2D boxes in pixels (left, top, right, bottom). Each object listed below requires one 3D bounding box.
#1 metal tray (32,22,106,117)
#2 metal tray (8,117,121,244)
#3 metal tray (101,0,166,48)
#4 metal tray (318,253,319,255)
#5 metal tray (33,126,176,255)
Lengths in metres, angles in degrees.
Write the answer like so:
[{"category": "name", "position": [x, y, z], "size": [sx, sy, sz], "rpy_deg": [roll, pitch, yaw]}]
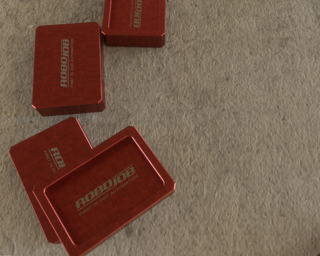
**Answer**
[{"category": "metal tray", "position": [-0.126, -0.084, 0.435], "size": [0.091, 0.030, 0.129], "rpy_deg": [-5, 70, -2]}, {"category": "metal tray", "position": [-0.115, 0.062, 0.382], "size": [0.090, 0.030, 0.130], "rpy_deg": [-29, 73, -10]}, {"category": "metal tray", "position": [-0.036, -0.187, 0.473], "size": [0.091, 0.030, 0.130], "rpy_deg": [1, 70, 0]}, {"category": "metal tray", "position": [0.209, 0.184, 0.340], "size": [0.131, 0.030, 0.090], "rpy_deg": [-35, 74, -12]}, {"category": "metal tray", "position": [-0.060, 0.069, 0.347], "size": [0.131, 0.030, 0.090], "rpy_deg": [-33, 74, -12]}]
